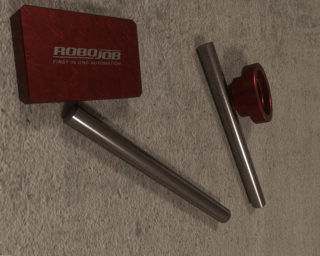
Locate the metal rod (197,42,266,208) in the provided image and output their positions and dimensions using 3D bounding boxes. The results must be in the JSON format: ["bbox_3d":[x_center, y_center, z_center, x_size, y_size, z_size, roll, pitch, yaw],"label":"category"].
[{"bbox_3d":[0.123,0.006,0.510,0.025,0.025,0.299,-36,113,-34],"label":"metal rod"}]

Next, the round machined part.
[{"bbox_3d":[0.150,-0.054,0.510,0.098,0.042,0.098,24,61,-53],"label":"round machined part"}]

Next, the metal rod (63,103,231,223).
[{"bbox_3d":[0.004,0.062,0.410,0.301,0.025,0.025,38,67,-34],"label":"metal rod"}]

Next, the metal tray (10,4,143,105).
[{"bbox_3d":[-0.083,-0.074,0.333,0.131,0.030,0.089,-8,95,-40],"label":"metal tray"}]
